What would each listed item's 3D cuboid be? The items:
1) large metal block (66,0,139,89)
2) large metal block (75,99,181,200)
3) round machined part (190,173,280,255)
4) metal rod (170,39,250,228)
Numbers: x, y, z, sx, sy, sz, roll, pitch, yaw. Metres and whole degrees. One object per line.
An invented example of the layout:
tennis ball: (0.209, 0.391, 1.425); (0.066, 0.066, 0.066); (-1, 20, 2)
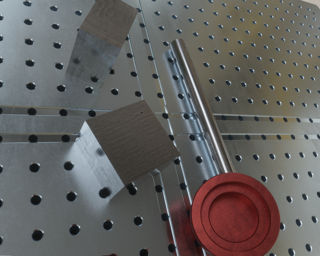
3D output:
large metal block: (-0.075, -0.112, 0.401); (0.050, 0.080, 0.080); (25, 53, -13)
large metal block: (-0.037, 0.023, 0.358); (0.081, 0.050, 0.080); (-24, 75, -37)
round machined part: (0.084, 0.105, 0.362); (0.099, 0.042, 0.098); (0, 66, 1)
metal rod: (0.069, -0.006, 0.448); (0.025, 0.025, 0.299); (-3, 63, -30)
